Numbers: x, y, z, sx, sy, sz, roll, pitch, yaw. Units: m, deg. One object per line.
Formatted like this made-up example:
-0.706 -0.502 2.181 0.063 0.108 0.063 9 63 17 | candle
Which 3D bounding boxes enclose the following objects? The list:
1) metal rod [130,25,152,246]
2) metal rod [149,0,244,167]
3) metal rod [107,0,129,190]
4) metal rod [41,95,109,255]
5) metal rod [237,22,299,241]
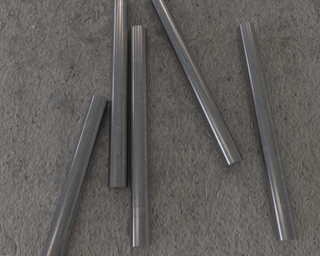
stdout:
-0.027 -0.004 0.409 0.025 0.025 0.299 -2 70 -1 | metal rod
0.041 -0.086 0.439 0.025 0.025 0.299 -20 71 -7 | metal rod
-0.056 -0.066 0.431 0.025 0.025 0.299 -2 70 -1 | metal rod
-0.112 0.099 0.370 0.025 0.025 0.299 11 70 4 | metal rod
0.138 -0.010 0.412 0.025 0.025 0.299 -4 70 -1 | metal rod
